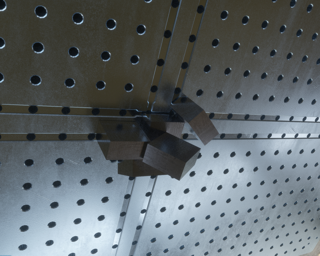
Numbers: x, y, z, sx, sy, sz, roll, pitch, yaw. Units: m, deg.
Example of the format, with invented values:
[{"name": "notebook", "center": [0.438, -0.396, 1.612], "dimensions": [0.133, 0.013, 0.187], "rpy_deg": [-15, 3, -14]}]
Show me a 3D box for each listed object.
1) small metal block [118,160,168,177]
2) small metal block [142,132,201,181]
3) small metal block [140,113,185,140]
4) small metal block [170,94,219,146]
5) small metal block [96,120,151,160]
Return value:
[{"name": "small metal block", "center": [-0.023, 0.049, 0.409], "dimensions": [0.050, 0.050, 0.025], "rpy_deg": [1, 86, -29]}, {"name": "small metal block", "center": [0.015, 0.033, 0.377], "dimensions": [0.050, 0.050, 0.025], "rpy_deg": [-31, 142, -59]}, {"name": "small metal block", "center": [0.000, 0.008, 0.415], "dimensions": [0.050, 0.025, 0.050], "rpy_deg": [1, 118, -30]}, {"name": "small metal block", "center": [0.046, -0.011, 0.412], "dimensions": [0.025, 0.050, 0.050], "rpy_deg": [-41, 130, -1]}, {"name": "small metal block", "center": [-0.046, 0.014, 0.378], "dimensions": [0.050, 0.050, 0.025], "rpy_deg": [2, 118, -29]}]
